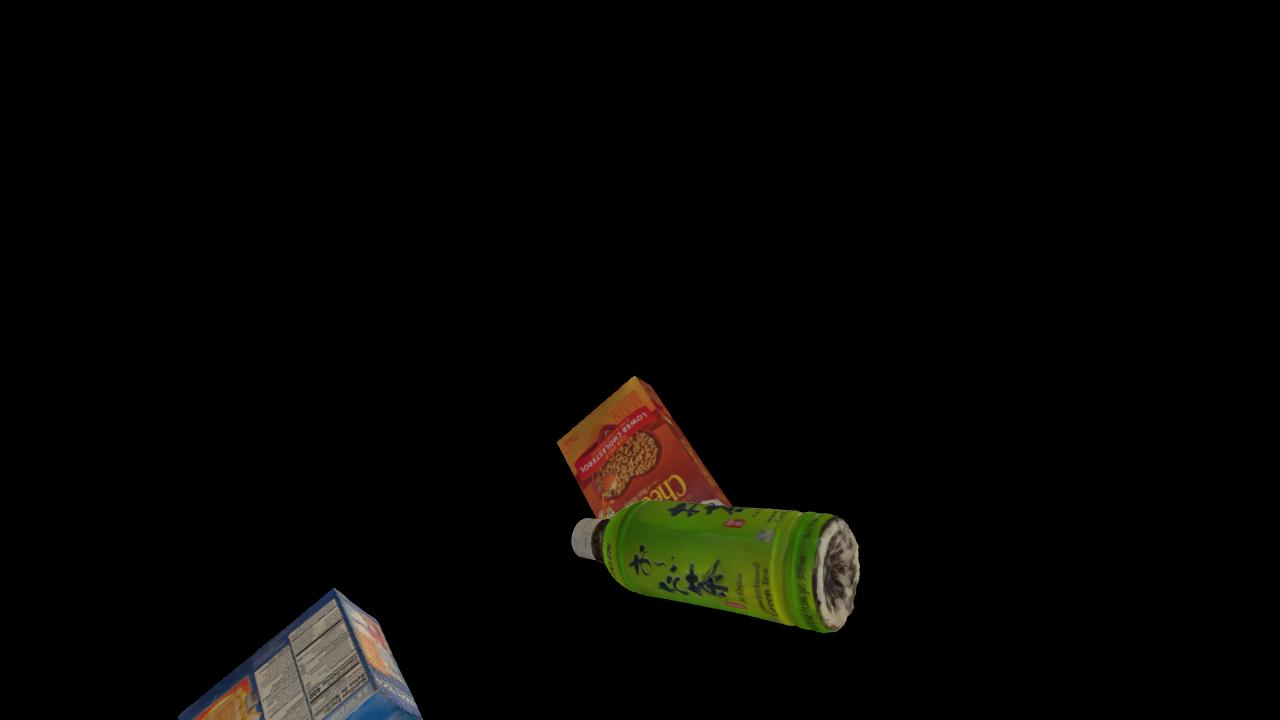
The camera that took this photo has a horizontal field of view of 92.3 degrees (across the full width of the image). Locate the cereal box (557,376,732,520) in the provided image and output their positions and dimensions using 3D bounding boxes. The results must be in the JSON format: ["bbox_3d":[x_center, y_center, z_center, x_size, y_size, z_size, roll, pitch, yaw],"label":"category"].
[{"bbox_3d":[0.004,0.206,1.081,0.203,0.306,0.081,-40,-33,11],"label":"cereal box"}]

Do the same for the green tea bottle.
[{"bbox_3d":[0.037,0.135,0.428,0.212,0.073,0.073,-8,-5,38],"label":"green tea bottle"}]

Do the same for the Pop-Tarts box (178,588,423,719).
[{"bbox_3d":[-0.313,0.332,0.569,0.167,0.083,0.141,-41,43,-17],"label":"Pop-Tarts box"}]
